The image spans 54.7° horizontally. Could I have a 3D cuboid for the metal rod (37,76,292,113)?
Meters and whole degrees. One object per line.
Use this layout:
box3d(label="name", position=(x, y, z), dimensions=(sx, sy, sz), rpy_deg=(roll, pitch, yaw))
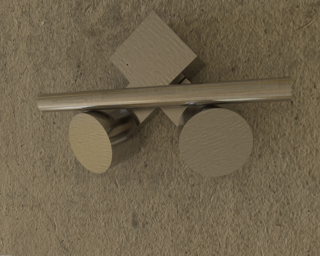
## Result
box3d(label="metal rod", position=(-0.011, -0.036, 0.359), dimensions=(0.301, 0.025, 0.025), rpy_deg=(-1, 90, 19))

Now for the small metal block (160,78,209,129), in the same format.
box3d(label="small metal block", position=(0.036, -0.027, 0.397), dimensions=(0.050, 0.025, 0.050), rpy_deg=(-45, 76, 14))

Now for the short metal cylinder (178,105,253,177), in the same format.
box3d(label="short metal cylinder", position=(0.061, 0.009, 0.360), dimensions=(0.080, 0.050, 0.079), rpy_deg=(0, 108, 1))

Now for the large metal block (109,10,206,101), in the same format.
box3d(label="large metal block", position=(-0.002, -0.085, 0.395), dimensions=(0.080, 0.050, 0.080), rpy_deg=(-44, 77, 14))

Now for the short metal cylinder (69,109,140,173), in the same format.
box3d(label="short metal cylinder", position=(-0.074, 0.013, 0.407), dimensions=(0.080, 0.050, 0.079), rpy_deg=(15, 115, 34))

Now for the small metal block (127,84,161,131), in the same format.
box3d(label="small metal block", position=(-0.032, -0.029, 0.422), dimensions=(0.050, 0.025, 0.050), rpy_deg=(-45, 76, 13))
